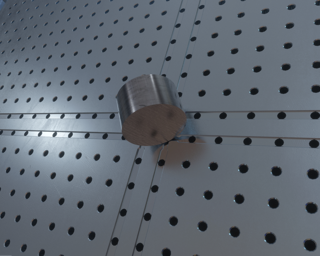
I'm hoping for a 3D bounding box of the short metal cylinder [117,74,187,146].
[{"bbox_3d":[-0.012,-0.021,0.392,0.080,0.080,0.050,-25,52,13],"label":"short metal cylinder"}]
